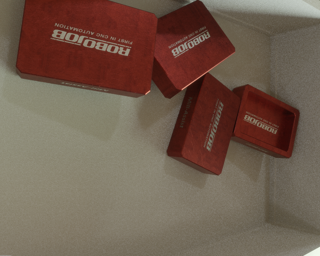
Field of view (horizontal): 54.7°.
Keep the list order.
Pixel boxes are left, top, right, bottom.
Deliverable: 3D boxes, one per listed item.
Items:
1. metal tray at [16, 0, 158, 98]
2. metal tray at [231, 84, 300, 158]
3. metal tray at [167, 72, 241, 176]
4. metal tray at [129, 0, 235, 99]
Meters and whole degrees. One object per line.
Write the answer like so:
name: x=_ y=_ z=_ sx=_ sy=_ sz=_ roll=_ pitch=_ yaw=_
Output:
metal tray: x=-0.071 y=-0.086 z=0.320 sx=0.131 sy=0.030 sz=0.090 roll=8 pitch=85 yaw=-23
metal tray: x=0.175 y=-0.009 z=0.528 sx=0.131 sy=0.030 sz=0.090 roll=21 pitch=78 yaw=-24
metal tray: x=0.069 y=-0.005 z=0.461 sx=0.090 sy=0.030 sz=0.130 roll=29 pitch=72 yaw=-36
metal tray: x=0.033 y=-0.108 z=0.411 sx=0.131 sy=0.030 sz=0.090 roll=-38 pitch=93 yaw=-33
